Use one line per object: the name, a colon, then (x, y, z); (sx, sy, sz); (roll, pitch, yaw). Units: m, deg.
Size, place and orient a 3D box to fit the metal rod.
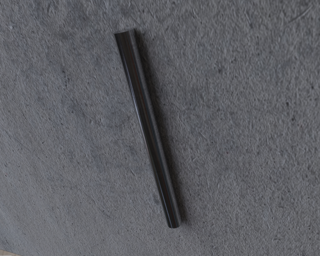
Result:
metal rod: (-0.010, 0.018, 0.423); (0.025, 0.025, 0.298); (0, 119, 28)
